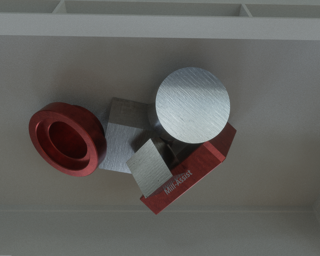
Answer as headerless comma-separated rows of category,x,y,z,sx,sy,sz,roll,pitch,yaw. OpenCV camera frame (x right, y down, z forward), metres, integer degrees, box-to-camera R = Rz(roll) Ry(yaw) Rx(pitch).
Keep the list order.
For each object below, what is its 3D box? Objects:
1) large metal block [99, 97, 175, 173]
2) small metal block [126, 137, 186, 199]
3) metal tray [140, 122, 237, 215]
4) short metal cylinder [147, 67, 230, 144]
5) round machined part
large metal block,-0.030,0.014,0.403,0.081,0.050,0.079,11,129,-10
small metal block,-0.006,0.046,0.362,0.025,0.050,0.050,-4,146,-52
metal tray,0.037,0.048,0.404,0.030,0.090,0.129,44,121,0
short metal cylinder,0.030,-0.022,0.344,0.081,0.080,0.050,12,173,-11
round machined part,-0.109,0.010,0.388,0.098,0.042,0.097,13,127,18
